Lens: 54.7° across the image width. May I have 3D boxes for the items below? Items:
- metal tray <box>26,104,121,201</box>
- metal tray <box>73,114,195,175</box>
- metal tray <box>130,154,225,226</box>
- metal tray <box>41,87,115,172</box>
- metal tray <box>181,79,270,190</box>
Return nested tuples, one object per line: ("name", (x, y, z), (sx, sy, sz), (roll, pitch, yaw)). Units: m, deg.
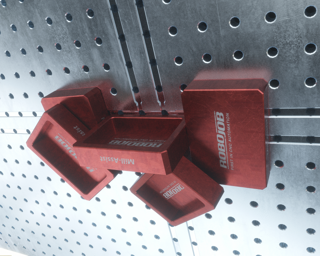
("metal tray", (-0.126, 0.038, 0.455), (0.130, 0.030, 0.090), (44, 128, -3))
("metal tray", (-0.031, 0.016, 0.393), (0.130, 0.090, 0.030), (2, 119, 27))
("metal tray", (0.017, 0.086, 0.427), (0.090, 0.030, 0.129), (39, 146, 0))
("metal tray", (-0.115, 0.006, 0.470), (0.090, 0.030, 0.129), (-1, 119, 28))
("metal tray", (0.081, 0.009, 0.369), (0.090, 0.030, 0.129), (3, 120, 26))
